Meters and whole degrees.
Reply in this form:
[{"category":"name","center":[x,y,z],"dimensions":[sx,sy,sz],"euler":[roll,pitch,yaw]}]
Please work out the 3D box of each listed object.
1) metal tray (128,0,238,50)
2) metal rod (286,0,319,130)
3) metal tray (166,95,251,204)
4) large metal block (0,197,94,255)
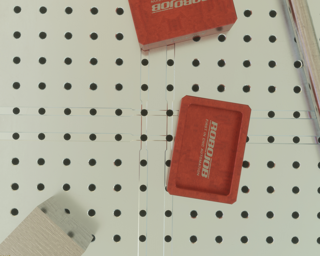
[{"category":"metal tray","center":[0.026,-0.164,0.411],"dimensions":[0.131,0.030,0.089],"euler":[-14,90,0]},{"category":"metal rod","center":[0.206,-0.083,0.414],"dimensions":[0.025,0.025,0.298],"euler":[-15,90,0]},{"category":"metal tray","center":[0.063,0.028,0.411],"dimensions":[0.091,0.030,0.129],"euler":[9,90,0]},{"category":"large metal block","center":[-0.148,0.151,0.400],"dimensions":[0.080,0.050,0.080],"euler":[44,90,0]}]
